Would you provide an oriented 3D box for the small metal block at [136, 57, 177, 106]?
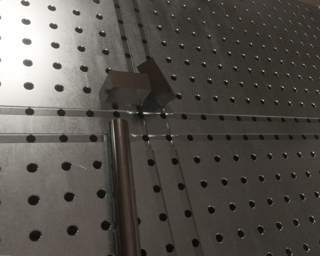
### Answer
[{"bbox_3d":[-0.004,-0.062,0.427,0.025,0.050,0.050,-31,76,5],"label":"small metal block"}]

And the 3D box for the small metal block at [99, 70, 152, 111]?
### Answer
[{"bbox_3d":[-0.046,-0.047,0.397,0.050,0.050,0.025,1,62,-28],"label":"small metal block"}]

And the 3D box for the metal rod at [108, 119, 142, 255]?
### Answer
[{"bbox_3d":[-0.032,0.126,0.315,0.025,0.025,0.299,6,59,-26],"label":"metal rod"}]
